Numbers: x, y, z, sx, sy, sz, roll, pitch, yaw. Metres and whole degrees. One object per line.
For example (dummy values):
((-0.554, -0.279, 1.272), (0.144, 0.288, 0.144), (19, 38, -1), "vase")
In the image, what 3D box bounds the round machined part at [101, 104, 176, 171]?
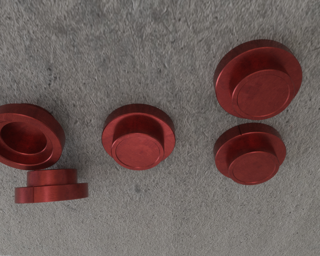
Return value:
((-0.028, 0.019, 0.412), (0.099, 0.042, 0.097), (0, 130, 0), "round machined part")

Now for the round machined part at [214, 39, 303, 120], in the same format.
((0.114, -0.048, 0.356), (0.099, 0.042, 0.097), (0, 130, 0), "round machined part")

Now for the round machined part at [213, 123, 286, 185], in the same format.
((0.127, 0.043, 0.433), (0.099, 0.042, 0.097), (0, 130, 0), "round machined part")

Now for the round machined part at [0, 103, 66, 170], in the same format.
((-0.172, 0.007, 0.400), (0.099, 0.042, 0.097), (0, 130, 0), "round machined part")

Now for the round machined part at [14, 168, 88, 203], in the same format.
((-0.153, 0.081, 0.442), (0.099, 0.042, 0.098), (-4, 171, 0), "round machined part")
